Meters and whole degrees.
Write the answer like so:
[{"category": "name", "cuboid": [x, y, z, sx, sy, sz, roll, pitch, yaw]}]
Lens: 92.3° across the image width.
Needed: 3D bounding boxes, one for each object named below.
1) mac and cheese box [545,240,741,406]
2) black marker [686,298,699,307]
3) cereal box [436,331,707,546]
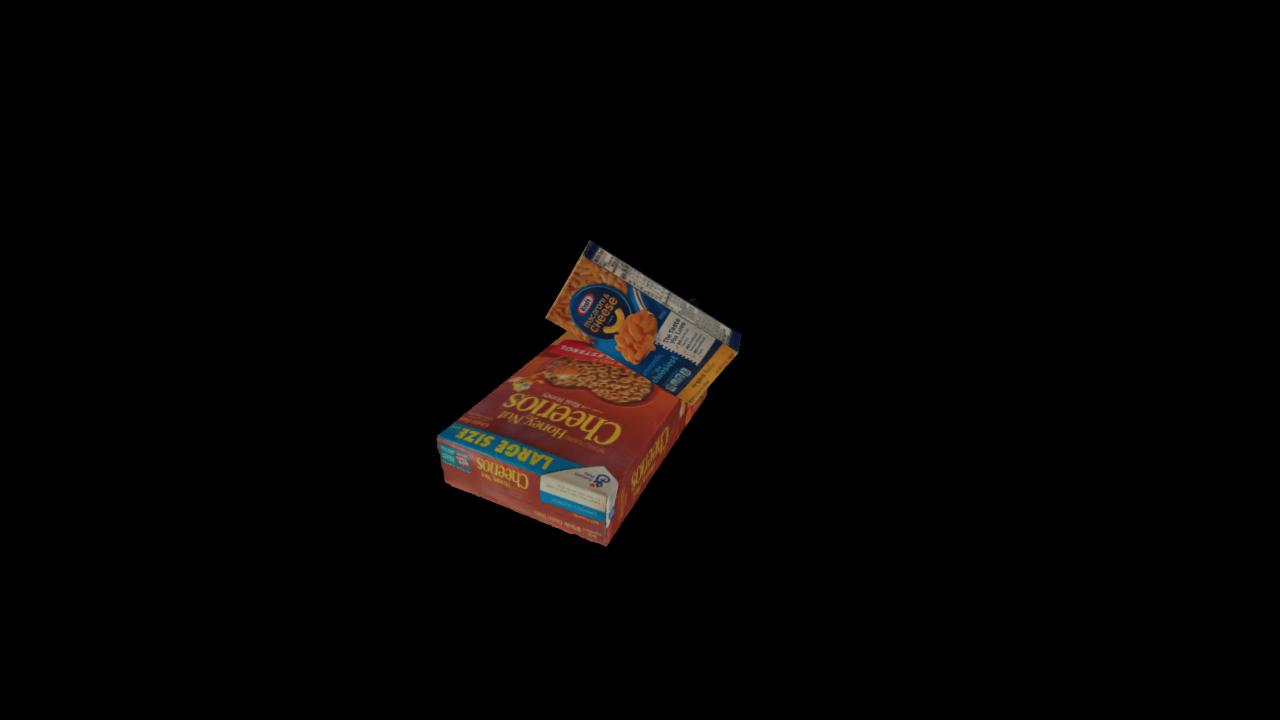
[{"category": "mac and cheese box", "cuboid": [0.004, -0.034, 0.637, 0.184, 0.093, 0.041, 30, 38, -8]}, {"category": "black marker", "cuboid": [0.028, -0.053, 0.749, 0.121, 0.020, 0.020, -23, 14, -38]}, {"category": "cereal box", "cuboid": [-0.060, 0.064, 0.735, 0.203, 0.081, 0.306, 15, 32, 20]}]
